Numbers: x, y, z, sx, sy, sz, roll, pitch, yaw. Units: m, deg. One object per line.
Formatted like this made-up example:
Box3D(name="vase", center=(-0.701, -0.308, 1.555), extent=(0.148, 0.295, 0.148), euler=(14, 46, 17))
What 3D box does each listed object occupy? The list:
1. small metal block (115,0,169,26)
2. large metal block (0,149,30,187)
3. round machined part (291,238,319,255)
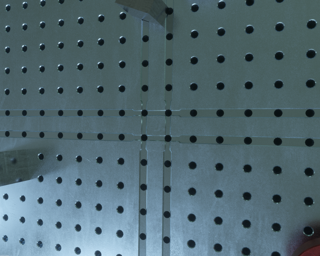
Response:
Box3D(name="small metal block", center=(-0.022, -0.161, 0.406), extent=(0.050, 0.050, 0.025), euler=(24, 98, 18))
Box3D(name="large metal block", center=(-0.264, 0.066, 0.474), extent=(0.080, 0.080, 0.050), euler=(-10, 87, 19))
Box3D(name="round machined part", center=(0.190, 0.167, 0.337), extent=(0.098, 0.042, 0.097), euler=(0, 90, 19))
